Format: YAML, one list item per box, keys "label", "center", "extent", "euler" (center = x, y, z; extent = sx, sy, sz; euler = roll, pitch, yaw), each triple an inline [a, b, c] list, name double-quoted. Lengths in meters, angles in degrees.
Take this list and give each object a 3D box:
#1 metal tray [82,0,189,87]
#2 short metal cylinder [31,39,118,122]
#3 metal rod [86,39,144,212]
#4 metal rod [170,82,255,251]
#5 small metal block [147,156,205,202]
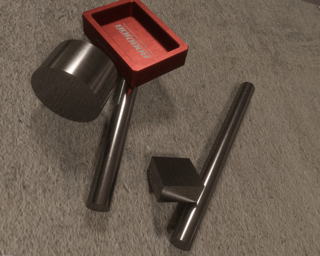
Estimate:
- label: "metal tray"
  center: [-0.035, -0.123, 0.428]
  extent: [0.091, 0.030, 0.130]
  euler: [-29, 65, -25]
- label: "short metal cylinder"
  center: [-0.094, -0.052, 0.350]
  extent: [0.080, 0.080, 0.050]
  euler: [29, 52, -10]
- label: "metal rod"
  center: [-0.045, -0.039, 0.404]
  extent: [0.025, 0.025, 0.300]
  euler: [21, 54, -16]
- label: "metal rod"
  center: [0.086, 0.030, 0.433]
  extent: [0.025, 0.025, 0.301]
  euler: [37, 51, -4]
- label: "small metal block"
  center: [0.017, 0.060, 0.364]
  extent: [0.050, 0.025, 0.050]
  euler: [5, 32, -23]
